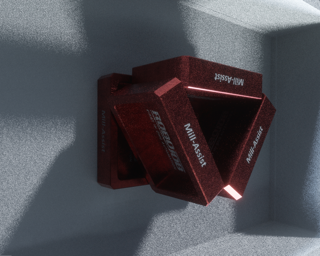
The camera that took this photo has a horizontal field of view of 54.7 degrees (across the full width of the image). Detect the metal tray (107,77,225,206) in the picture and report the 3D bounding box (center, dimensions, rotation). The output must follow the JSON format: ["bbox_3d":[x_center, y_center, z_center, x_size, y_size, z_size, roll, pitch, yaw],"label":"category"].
[{"bbox_3d":[0.005,0.016,0.327,0.030,0.090,0.129,-38,114,-33],"label":"metal tray"}]

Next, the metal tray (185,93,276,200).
[{"bbox_3d":[0.079,0.018,0.388,0.030,0.090,0.130,43,64,-32],"label":"metal tray"}]

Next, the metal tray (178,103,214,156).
[{"bbox_3d":[0.042,0.006,0.437,0.091,0.030,0.129,2,88,-40],"label":"metal tray"}]

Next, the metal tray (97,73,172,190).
[{"bbox_3d":[-0.029,0.004,0.378,0.091,0.030,0.129,1,89,-40],"label":"metal tray"}]

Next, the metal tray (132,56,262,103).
[{"bbox_3d":[0.044,-0.051,0.359,0.131,0.090,0.030,2,89,-40],"label":"metal tray"}]
